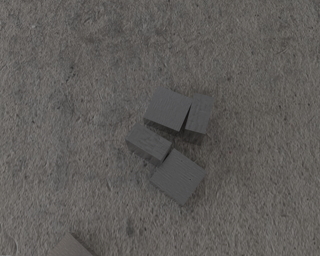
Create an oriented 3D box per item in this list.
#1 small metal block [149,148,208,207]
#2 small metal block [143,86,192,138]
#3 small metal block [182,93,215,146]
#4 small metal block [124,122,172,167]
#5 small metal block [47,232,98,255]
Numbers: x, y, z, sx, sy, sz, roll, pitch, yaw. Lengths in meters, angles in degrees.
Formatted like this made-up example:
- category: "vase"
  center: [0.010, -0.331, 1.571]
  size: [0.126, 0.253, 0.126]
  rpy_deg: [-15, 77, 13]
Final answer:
- category: "small metal block"
  center: [0.023, 0.062, 0.385]
  size: [0.050, 0.025, 0.050]
  rpy_deg: [35, 74, 12]
- category: "small metal block"
  center: [0.011, -0.022, 0.416]
  size: [0.050, 0.025, 0.050]
  rpy_deg: [22, 71, 8]
- category: "small metal block"
  center: [0.049, -0.010, 0.399]
  size: [0.025, 0.050, 0.050]
  rpy_deg: [15, 71, 5]
- category: "small metal block"
  center: [-0.014, 0.023, 0.386]
  size: [0.050, 0.050, 0.025]
  rpy_deg: [30, 73, 10]
- category: "small metal block"
  center: [-0.101, 0.155, 0.351]
  size: [0.050, 0.025, 0.050]
  rpy_deg: [38, 74, 12]
